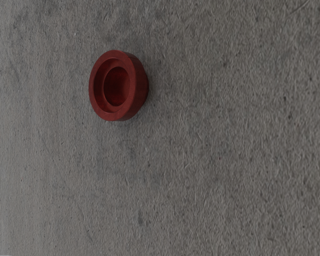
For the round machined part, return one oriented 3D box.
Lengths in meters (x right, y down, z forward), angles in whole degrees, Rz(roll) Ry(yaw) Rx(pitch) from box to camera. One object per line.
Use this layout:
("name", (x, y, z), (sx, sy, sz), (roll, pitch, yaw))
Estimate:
("round machined part", (-0.054, -0.058, 0.440), (0.098, 0.042, 0.097), (0, 90, 40))
